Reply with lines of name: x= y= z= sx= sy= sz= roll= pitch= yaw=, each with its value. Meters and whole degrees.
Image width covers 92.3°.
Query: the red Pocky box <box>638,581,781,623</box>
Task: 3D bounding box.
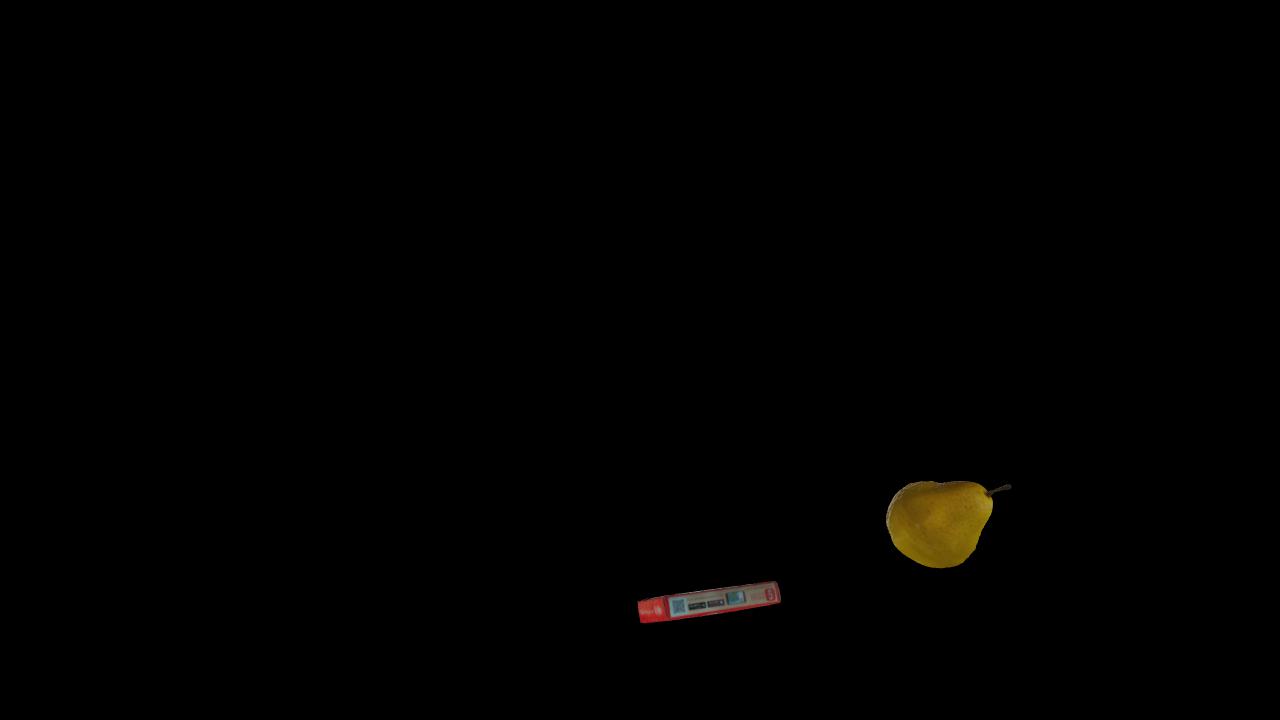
red Pocky box: x=0.082 y=0.292 z=0.741 sx=0.155 sy=0.028 sz=0.083 roll=1 pitch=-23 yaw=-22

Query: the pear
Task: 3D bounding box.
pear: x=0.276 y=0.137 z=0.553 sx=0.080 sy=0.080 sz=0.111 roll=0 pitch=-43 yaw=-26
